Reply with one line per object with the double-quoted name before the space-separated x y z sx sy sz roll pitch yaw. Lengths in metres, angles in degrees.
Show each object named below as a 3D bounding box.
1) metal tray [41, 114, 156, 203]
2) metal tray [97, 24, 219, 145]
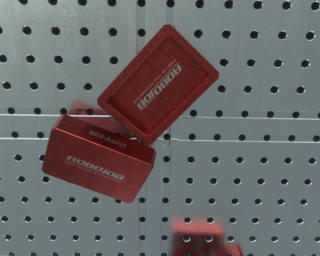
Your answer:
"metal tray" -0.082 0.044 0.410 0.131 0.030 0.089 22 129 -9
"metal tray" -0.003 -0.053 0.391 0.090 0.030 0.130 41 105 -14
